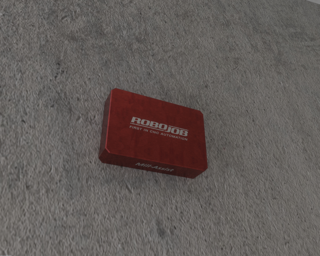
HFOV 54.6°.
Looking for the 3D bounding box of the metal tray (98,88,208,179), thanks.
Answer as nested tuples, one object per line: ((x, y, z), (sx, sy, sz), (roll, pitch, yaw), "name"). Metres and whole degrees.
((-0.006, 0.008, 0.392), (0.131, 0.030, 0.090), (13, 56, -21), "metal tray")
